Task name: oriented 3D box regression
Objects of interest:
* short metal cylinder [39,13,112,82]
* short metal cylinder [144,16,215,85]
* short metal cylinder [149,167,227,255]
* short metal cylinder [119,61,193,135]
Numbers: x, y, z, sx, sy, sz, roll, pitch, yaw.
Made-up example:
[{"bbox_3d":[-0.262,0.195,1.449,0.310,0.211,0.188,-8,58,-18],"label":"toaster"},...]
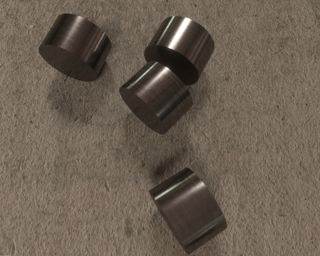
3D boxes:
[{"bbox_3d":[-0.112,-0.106,0.416,0.080,0.080,0.050,20,71,6],"label":"short metal cylinder"},{"bbox_3d":[0.026,-0.102,0.417,0.080,0.080,0.050,26,72,8],"label":"short metal cylinder"},{"bbox_3d":[0.030,0.091,0.346,0.050,0.080,0.080,-31,73,-11],"label":"short metal cylinder"},{"bbox_3d":[-0.005,-0.037,0.393,0.080,0.080,0.050,41,75,13],"label":"short metal cylinder"}]
